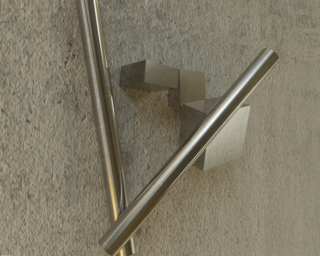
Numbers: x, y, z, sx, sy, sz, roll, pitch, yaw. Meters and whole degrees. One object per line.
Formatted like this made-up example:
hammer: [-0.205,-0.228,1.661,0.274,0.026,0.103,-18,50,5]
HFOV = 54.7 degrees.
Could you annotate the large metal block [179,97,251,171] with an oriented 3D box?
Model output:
large metal block: [0.076,0.005,0.436,0.081,0.050,0.079,-14,118,-36]

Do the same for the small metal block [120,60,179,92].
small metal block: [-0.013,-0.062,0.379,0.050,0.050,0.025,6,87,-40]

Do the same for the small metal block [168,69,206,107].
small metal block: [0.038,-0.055,0.439,0.050,0.025,0.050,-2,91,-40]

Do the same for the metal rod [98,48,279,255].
metal rod: [0.040,0.021,0.362,0.300,0.025,0.025,-49,121,-9]

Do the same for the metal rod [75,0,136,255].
metal rod: [-0.061,0.001,0.355,0.025,0.025,0.298,-13,99,-40]
